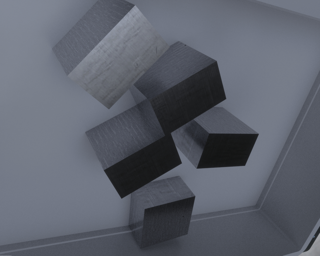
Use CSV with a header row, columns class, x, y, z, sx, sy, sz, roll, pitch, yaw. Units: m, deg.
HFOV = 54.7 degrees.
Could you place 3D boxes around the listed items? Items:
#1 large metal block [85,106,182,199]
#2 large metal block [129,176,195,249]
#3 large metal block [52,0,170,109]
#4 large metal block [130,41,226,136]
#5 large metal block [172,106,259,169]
class,x,y,z,sx,sy,sz,roll,pitch,yaw
large metal block,-0.033,0.023,0.371,0.080,0.080,0.050,-29,129,-10
large metal block,0.001,0.127,0.474,0.081,0.050,0.079,-8,122,-25
large metal block,-0.051,-0.077,0.299,0.080,0.080,0.050,-45,130,3
large metal block,0.014,-0.048,0.352,0.080,0.080,0.050,-31,129,-9
large metal block,0.069,0.010,0.419,0.081,0.080,0.050,1,118,-29
